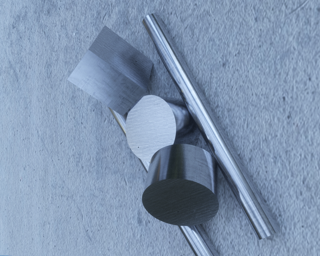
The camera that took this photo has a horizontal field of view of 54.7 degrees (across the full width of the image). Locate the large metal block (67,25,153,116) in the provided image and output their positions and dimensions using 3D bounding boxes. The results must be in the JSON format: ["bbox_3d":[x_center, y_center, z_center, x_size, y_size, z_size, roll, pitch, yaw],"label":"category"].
[{"bbox_3d":[-0.060,-0.075,0.400,0.050,0.080,0.080,-44,22,31],"label":"large metal block"}]

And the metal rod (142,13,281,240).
[{"bbox_3d":[0.049,-0.018,0.365,0.025,0.025,0.299,-39,66,33],"label":"metal rod"}]

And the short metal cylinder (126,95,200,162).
[{"bbox_3d":[0.003,0.001,0.387,0.080,0.050,0.080,0,90,40],"label":"short metal cylinder"}]

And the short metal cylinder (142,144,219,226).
[{"bbox_3d":[0.024,0.064,0.343,0.080,0.080,0.050,-38,24,33],"label":"short metal cylinder"}]

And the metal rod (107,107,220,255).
[{"bbox_3d":[-0.016,0.041,0.419,0.025,0.025,0.299,-48,62,29],"label":"metal rod"}]
